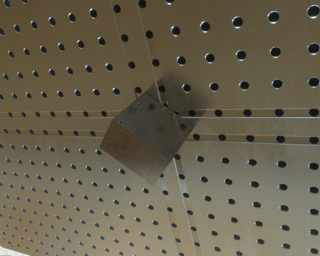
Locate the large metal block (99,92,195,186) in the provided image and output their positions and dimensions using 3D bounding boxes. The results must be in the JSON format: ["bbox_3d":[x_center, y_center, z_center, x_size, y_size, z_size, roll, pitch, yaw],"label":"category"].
[{"bbox_3d":[-0.014,0.011,0.390,0.080,0.080,0.050,35,129,4],"label":"large metal block"}]
